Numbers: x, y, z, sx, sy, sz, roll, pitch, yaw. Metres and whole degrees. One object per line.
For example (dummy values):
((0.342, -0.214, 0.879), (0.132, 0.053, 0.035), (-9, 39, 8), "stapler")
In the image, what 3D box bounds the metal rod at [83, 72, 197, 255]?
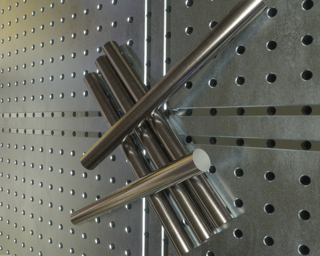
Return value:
((-0.038, 0.035, 0.439), (0.025, 0.025, 0.299), (-46, 63, 30), "metal rod")

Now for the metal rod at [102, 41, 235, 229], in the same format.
((-0.001, -0.008, 0.408), (0.025, 0.025, 0.299), (-47, 62, 29), "metal rod")

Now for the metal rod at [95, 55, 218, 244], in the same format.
((-0.016, 0.012, 0.421), (0.025, 0.025, 0.299), (-46, 63, 30), "metal rod")

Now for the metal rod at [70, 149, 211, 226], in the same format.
((-0.048, 0.092, 0.420), (0.299, 0.025, 0.025), (-33, 70, 43), "metal rod")

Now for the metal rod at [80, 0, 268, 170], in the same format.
((0.001, -0.043, 0.380), (0.299, 0.025, 0.025), (-42, 65, 23), "metal rod")
